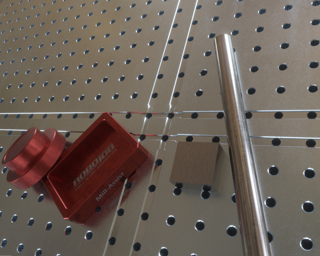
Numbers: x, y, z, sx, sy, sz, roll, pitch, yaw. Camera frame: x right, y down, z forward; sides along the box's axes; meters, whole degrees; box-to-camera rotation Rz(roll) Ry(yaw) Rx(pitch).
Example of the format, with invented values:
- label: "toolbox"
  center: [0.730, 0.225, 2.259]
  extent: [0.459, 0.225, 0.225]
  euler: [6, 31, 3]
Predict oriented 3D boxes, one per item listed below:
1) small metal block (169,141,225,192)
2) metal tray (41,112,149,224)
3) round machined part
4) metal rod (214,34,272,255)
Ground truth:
- label: "small metal block"
  center: [0.044, 0.044, 0.358]
  extent: [0.050, 0.025, 0.050]
  euler: [0, 62, 28]
- label: "metal tray"
  center: [-0.090, 0.051, 0.418]
  extent: [0.130, 0.030, 0.090]
  euler: [-46, 52, -4]
- label: "round machined part"
  center: [-0.188, 0.037, 0.450]
  extent: [0.098, 0.042, 0.098]
  euler: [-30, 32, 22]
- label: "metal rod"
  center: [0.089, 0.005, 0.357]
  extent: [0.025, 0.025, 0.299]
  euler: [-14, 56, 20]
